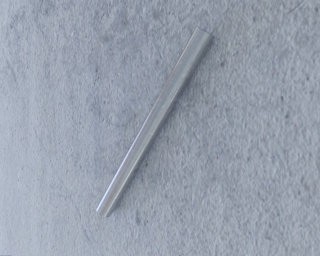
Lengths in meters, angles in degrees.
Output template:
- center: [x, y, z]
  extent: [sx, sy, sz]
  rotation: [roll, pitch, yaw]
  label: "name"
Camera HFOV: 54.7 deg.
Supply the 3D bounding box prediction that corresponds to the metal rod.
- center: [-0.016, 0.007, 0.416]
  extent: [0.025, 0.025, 0.298]
  rotation: [44, 116, 31]
  label: "metal rod"
